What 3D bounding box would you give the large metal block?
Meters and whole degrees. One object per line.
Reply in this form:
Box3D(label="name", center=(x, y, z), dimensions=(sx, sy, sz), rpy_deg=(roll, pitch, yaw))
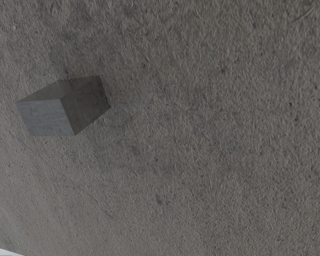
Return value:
Box3D(label="large metal block", center=(-0.129, -0.030, 0.421), dimensions=(0.080, 0.080, 0.050), rpy_deg=(-1, 118, 29))
